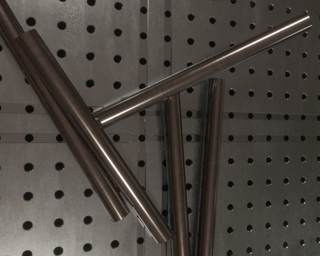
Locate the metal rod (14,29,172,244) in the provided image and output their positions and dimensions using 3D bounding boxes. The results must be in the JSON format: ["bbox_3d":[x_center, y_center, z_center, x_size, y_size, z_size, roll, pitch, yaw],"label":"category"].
[{"bbox_3d":[-0.068,0.024,0.371,0.025,0.025,0.299,-37,108,-16],"label":"metal rod"}]

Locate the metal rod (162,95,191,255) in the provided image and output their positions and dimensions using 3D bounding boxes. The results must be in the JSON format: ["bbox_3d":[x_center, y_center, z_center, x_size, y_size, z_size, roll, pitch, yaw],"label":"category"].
[{"bbox_3d":[0.024,0.088,0.422,0.025,0.025,0.298,-5,92,-20],"label":"metal rod"}]

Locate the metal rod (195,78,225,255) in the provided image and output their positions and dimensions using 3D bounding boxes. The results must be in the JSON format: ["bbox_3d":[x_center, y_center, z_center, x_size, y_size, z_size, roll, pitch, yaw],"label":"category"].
[{"bbox_3d":[0.070,0.080,0.440,0.025,0.025,0.298,5,88,-20],"label":"metal rod"}]

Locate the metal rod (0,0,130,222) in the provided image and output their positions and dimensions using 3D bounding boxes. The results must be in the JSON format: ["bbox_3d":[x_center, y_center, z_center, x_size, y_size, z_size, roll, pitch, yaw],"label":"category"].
[{"bbox_3d":[-0.119,-0.018,0.368,0.025,0.025,0.299,-32,101,-18],"label":"metal rod"}]

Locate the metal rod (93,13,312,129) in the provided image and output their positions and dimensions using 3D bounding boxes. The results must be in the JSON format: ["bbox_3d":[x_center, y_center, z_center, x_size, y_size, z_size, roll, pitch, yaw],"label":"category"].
[{"bbox_3d":[0.056,-0.073,0.396,0.301,0.025,0.025,-26,99,-4],"label":"metal rod"}]
